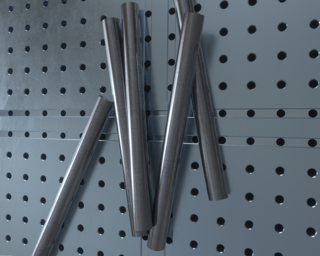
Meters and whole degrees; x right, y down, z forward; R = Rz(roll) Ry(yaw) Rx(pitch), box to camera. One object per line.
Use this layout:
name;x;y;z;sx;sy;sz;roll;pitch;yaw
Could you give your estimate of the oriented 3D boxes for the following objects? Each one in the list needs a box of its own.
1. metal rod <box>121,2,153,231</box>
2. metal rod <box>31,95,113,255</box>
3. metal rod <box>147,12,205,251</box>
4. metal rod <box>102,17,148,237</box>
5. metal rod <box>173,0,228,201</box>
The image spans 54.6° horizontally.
metal rod;-0.032;-0.020;0.411;0.025;0.025;0.299;-6;83;20
metal rod;-0.137;0.093;0.461;0.025;0.025;0.299;28;99;18
metal rod;0.017;0.012;0.389;0.025;0.025;0.298;12;100;19
metal rod;-0.048;-0.003;0.429;0.025;0.025;0.299;-9;87;20
metal rod;0.048;-0.059;0.395;0.025;0.025;0.299;-11;86;20
